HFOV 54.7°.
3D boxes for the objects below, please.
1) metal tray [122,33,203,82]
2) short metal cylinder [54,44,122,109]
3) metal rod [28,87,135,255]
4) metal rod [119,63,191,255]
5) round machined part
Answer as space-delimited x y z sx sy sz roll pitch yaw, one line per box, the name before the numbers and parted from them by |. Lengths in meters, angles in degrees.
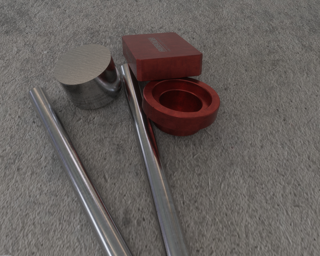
metal tray | -0.002 -0.110 0.462 0.091 0.030 0.130 -8 31 -13
short metal cylinder | -0.100 -0.073 0.437 0.080 0.050 0.080 -7 52 9
metal rod | -0.097 0.050 0.360 0.025 0.025 0.300 -25 54 -20
metal rod | -0.015 0.022 0.384 0.025 0.025 0.300 -10 51 -9
round machined part | 0.025 -0.026 0.405 0.099 0.042 0.098 5 38 -4
